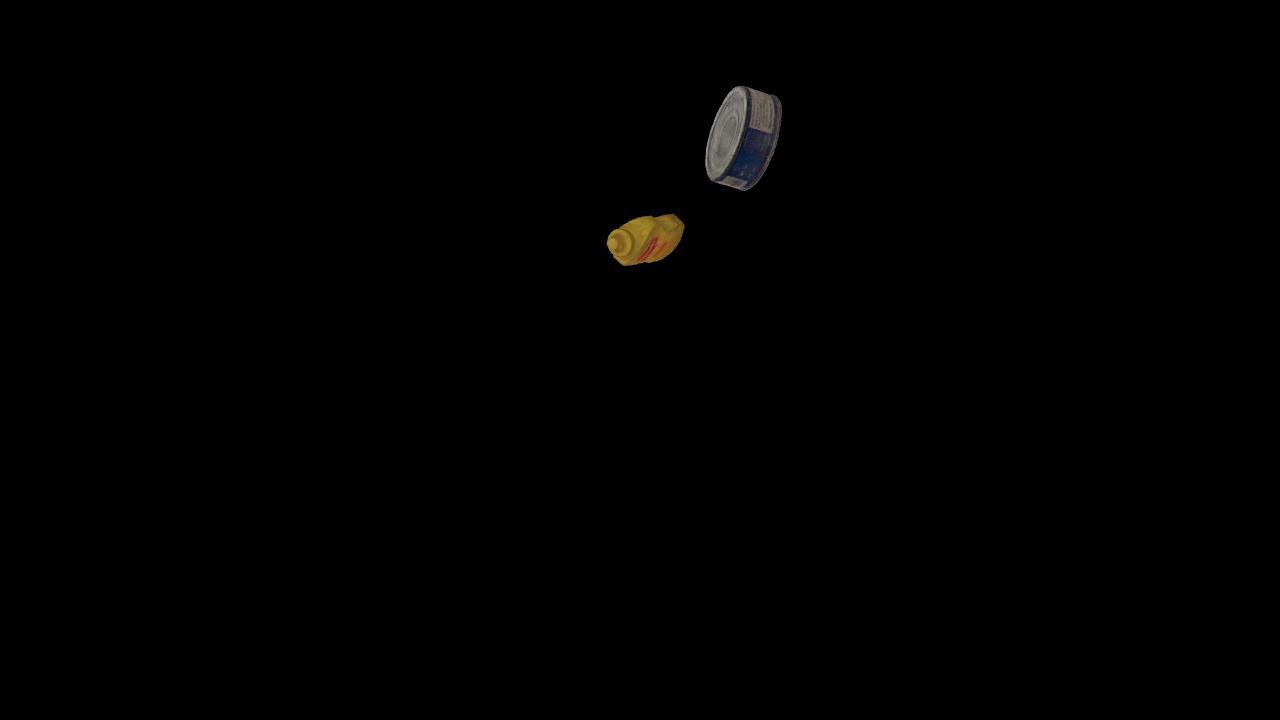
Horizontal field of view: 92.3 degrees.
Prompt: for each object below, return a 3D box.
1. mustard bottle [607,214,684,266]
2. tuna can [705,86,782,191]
[{"bbox_3d":[0.000,-0.191,0.982,0.092,0.054,0.184,-42,-9,30],"label":"mustard bottle"},{"bbox_3d":[0.089,-0.195,0.544,0.034,0.084,0.084,10,-3,-17],"label":"tuna can"}]
